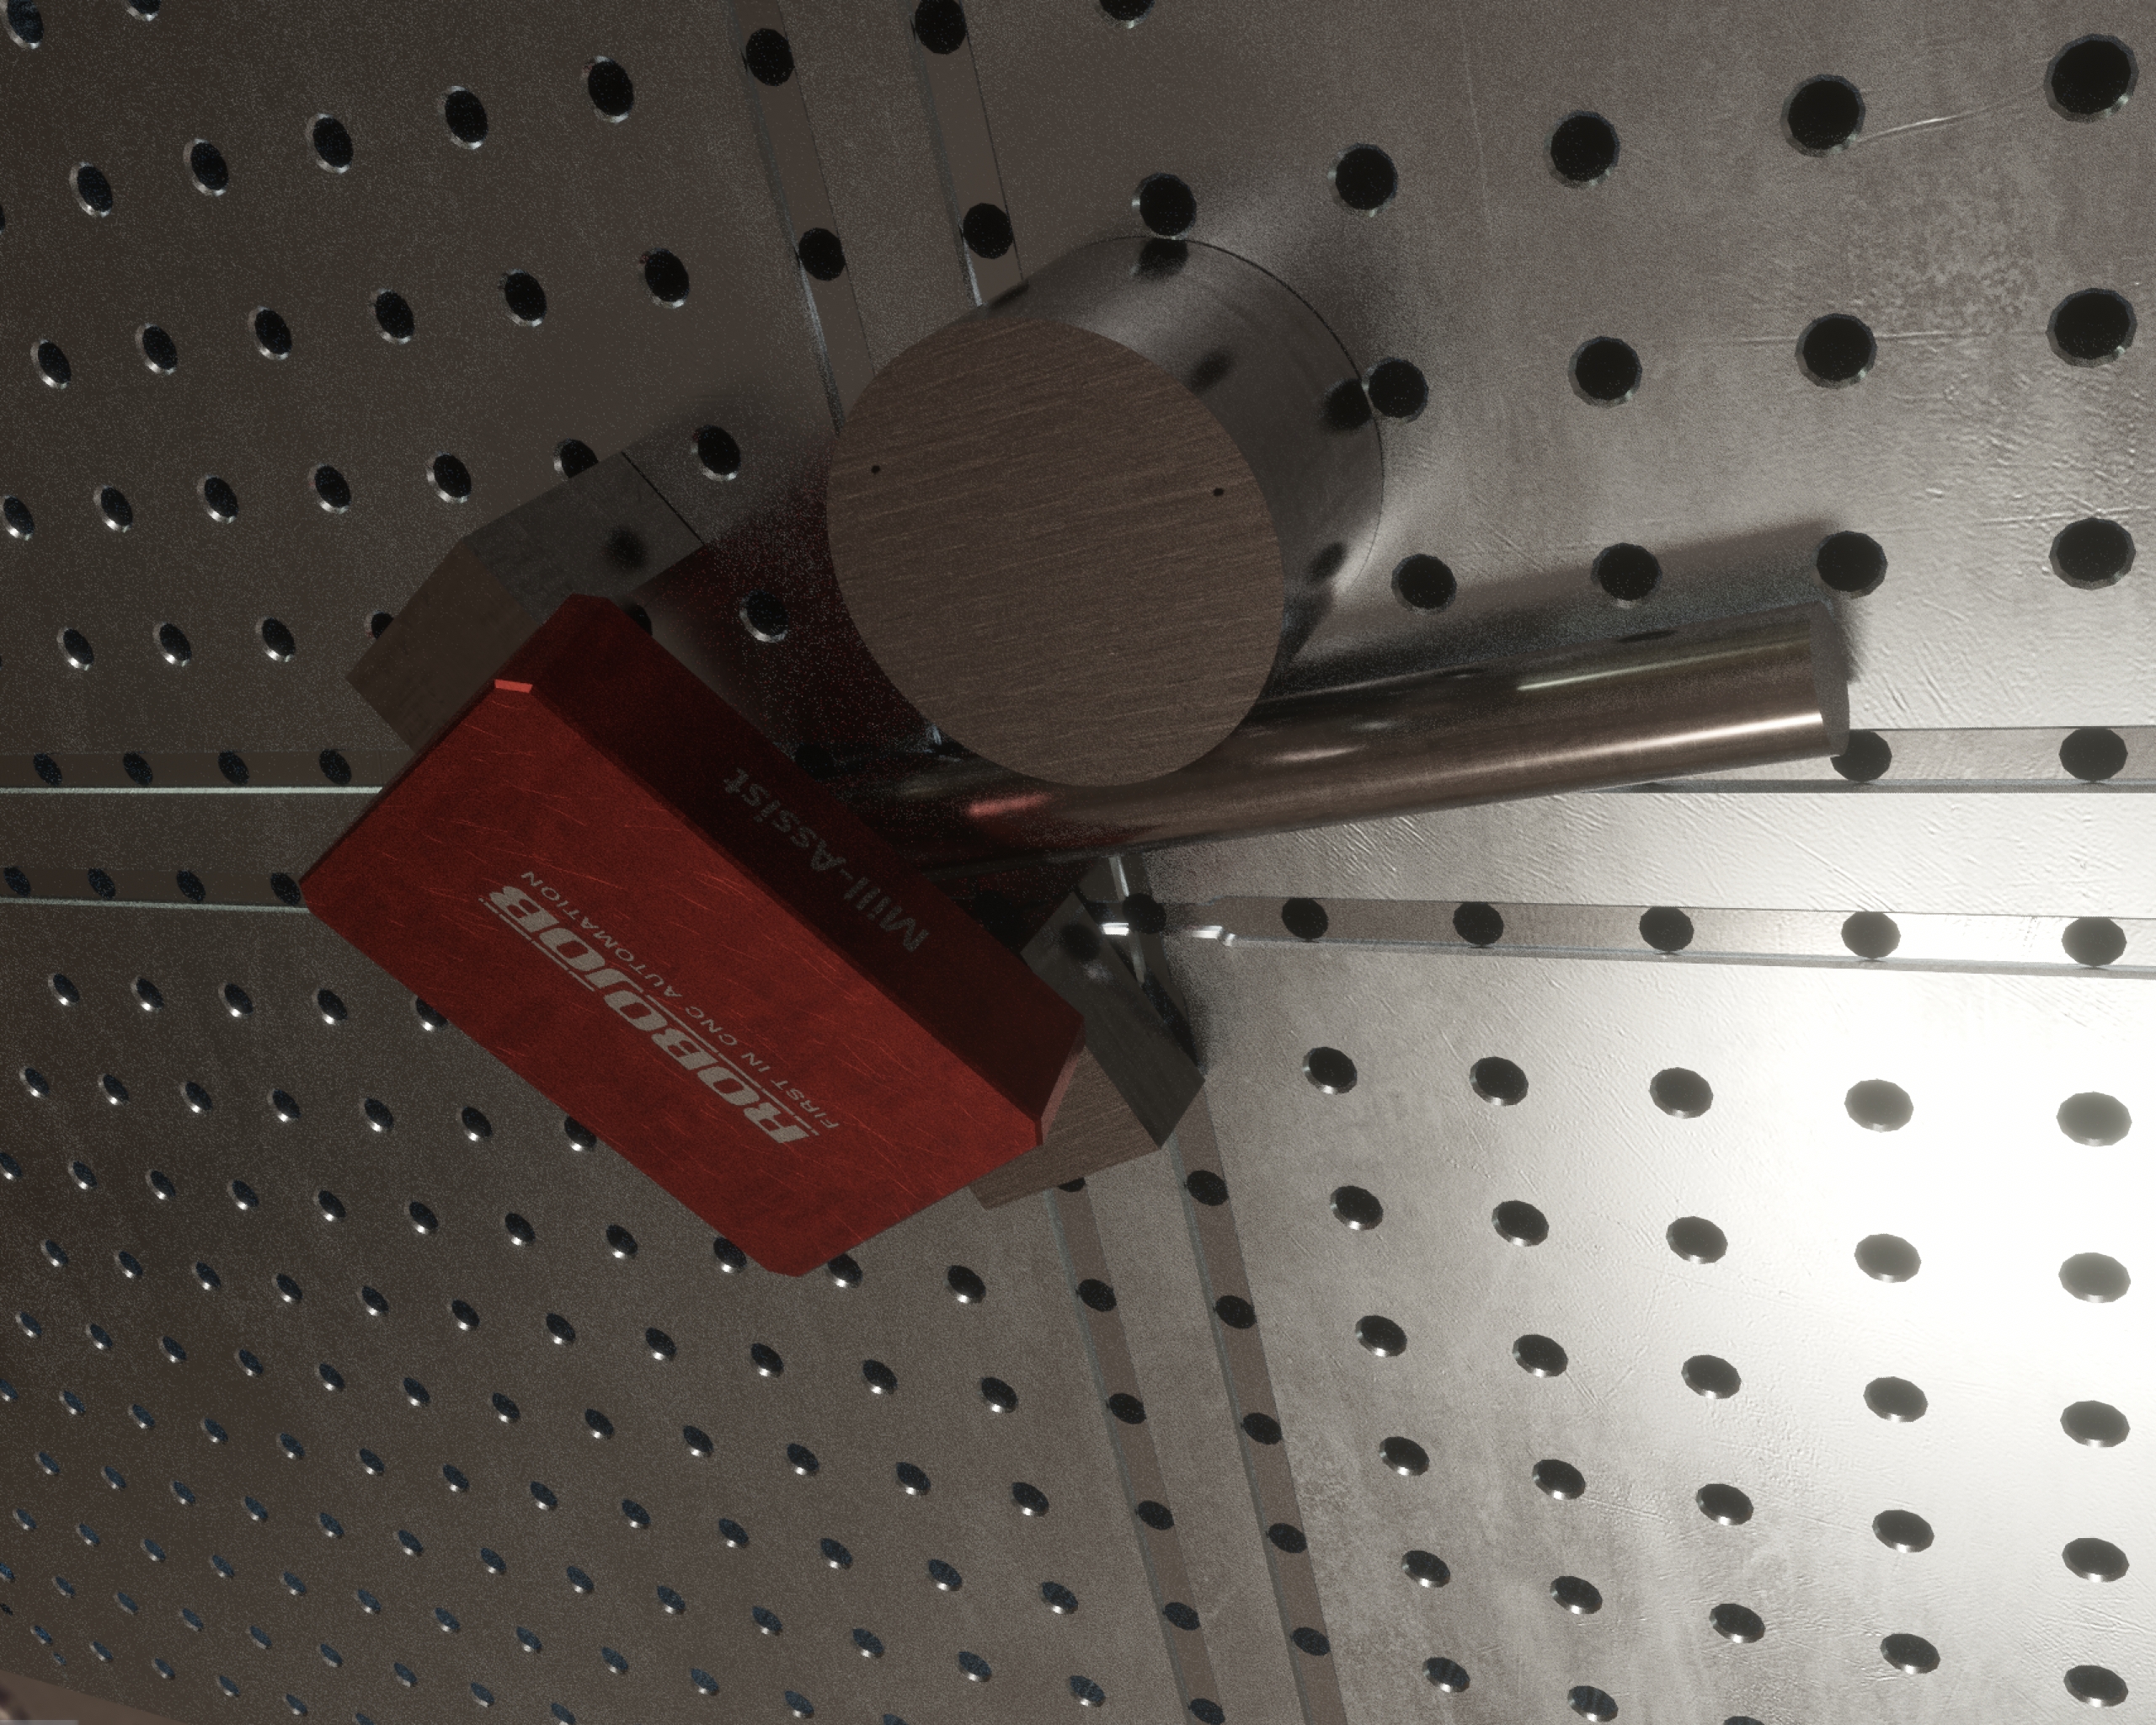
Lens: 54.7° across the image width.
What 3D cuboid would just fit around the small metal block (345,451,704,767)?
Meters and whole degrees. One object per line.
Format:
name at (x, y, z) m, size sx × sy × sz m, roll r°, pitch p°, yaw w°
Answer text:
small metal block at (-0.111, -0.051, 0.420) m, size 0.025 × 0.050 × 0.050 m, roll 49°, pitch 128°, yaw -7°

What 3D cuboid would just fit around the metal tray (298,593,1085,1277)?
metal tray at (-0.075, 0.020, 0.408) m, size 0.130 × 0.030 × 0.090 m, roll 42°, pitch 130°, yaw -16°

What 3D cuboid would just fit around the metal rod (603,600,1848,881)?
metal rod at (-0.008, -0.011, 0.407) m, size 0.300 × 0.025 × 0.025 m, roll -8°, pitch 115°, yaw 31°

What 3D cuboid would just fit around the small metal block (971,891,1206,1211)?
small metal block at (-0.010, 0.040, 0.439) m, size 0.050 × 0.025 × 0.050 m, roll -26°, pitch 105°, yaw 36°

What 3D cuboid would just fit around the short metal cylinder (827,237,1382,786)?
short metal cylinder at (0.005, -0.060, 0.353) m, size 0.080 × 0.050 × 0.079 m, roll 13°, pitch 124°, yaw 20°
